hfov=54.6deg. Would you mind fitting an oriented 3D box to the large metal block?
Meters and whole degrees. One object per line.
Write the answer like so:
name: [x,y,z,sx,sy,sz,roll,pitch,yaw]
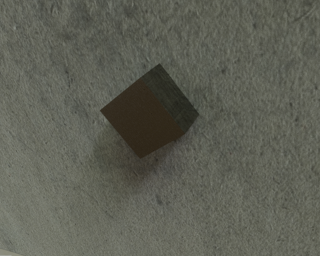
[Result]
large metal block: [-0.013,-0.019,0.386,0.080,0.050,0.080,-32,101,38]
